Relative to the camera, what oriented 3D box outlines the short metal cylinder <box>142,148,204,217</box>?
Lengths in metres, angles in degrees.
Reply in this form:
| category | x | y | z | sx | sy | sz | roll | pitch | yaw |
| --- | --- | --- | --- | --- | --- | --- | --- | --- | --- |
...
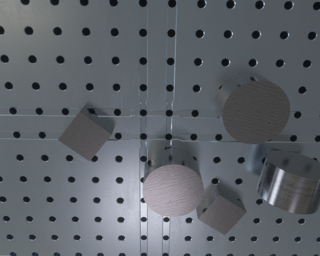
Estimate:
| category | x | y | z | sx | sy | sz | roll | pitch | yaw |
| --- | --- | --- | --- | --- | --- | --- | --- | --- | --- |
| short metal cylinder | 0.017 | 0.074 | 0.428 | 0.081 | 0.050 | 0.079 | 0 | 110 | 0 |

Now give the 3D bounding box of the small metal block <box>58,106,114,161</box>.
| category | x | y | z | sx | sy | sz | roll | pitch | yaw |
| --- | --- | --- | --- | --- | --- | --- | --- | --- | --- |
| small metal block | -0.098 | 0.008 | 0.415 | 0.050 | 0.025 | 0.050 | 37 | 106 | -13 |

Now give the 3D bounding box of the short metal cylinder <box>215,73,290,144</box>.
| category | x | y | z | sx | sy | sz | roll | pitch | yaw |
| --- | --- | --- | --- | --- | --- | --- | --- | --- | --- |
| short metal cylinder | 0.114 | -0.026 | 0.392 | 0.081 | 0.050 | 0.079 | 0 | 110 | 0 |

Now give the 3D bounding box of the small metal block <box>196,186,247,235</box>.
| category | x | y | z | sx | sy | sz | roll | pitch | yaw |
| --- | --- | --- | --- | --- | --- | --- | --- | --- | --- |
| small metal block | 0.090 | 0.123 | 0.460 | 0.050 | 0.025 | 0.050 | 33 | 107 | -12 |

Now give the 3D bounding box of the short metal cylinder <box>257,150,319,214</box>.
| category | x | y | z | sx | sy | sz | roll | pitch | yaw |
| --- | --- | --- | --- | --- | --- | --- | --- | --- | --- |
| short metal cylinder | 0.176 | 0.069 | 0.411 | 0.081 | 0.080 | 0.050 | 8 | 110 | -3 |
